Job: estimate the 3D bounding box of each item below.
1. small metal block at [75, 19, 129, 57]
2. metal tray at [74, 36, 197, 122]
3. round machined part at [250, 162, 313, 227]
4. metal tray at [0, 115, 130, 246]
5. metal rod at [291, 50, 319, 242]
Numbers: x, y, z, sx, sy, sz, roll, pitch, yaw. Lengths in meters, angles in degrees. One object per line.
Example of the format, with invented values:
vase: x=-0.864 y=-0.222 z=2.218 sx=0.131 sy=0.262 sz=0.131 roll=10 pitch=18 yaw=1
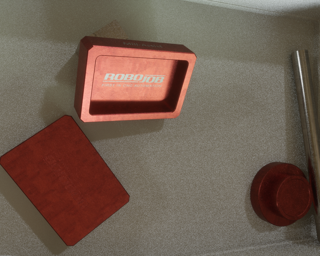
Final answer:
small metal block: x=-0.071 y=-0.099 z=0.371 sx=0.050 sy=0.050 sz=0.025 roll=-39 pitch=103 yaw=-16
metal tray: x=-0.029 y=-0.054 z=0.364 sx=0.131 sy=0.030 sz=0.089 roll=-3 pitch=125 yaw=-29
round machined part: x=0.192 y=0.103 z=0.475 sx=0.099 sy=0.042 sz=0.097 roll=0 pitch=90 yaw=-20
metal tray: x=-0.109 y=0.060 z=0.368 sx=0.090 sy=0.030 sz=0.130 roll=-37 pitch=102 yaw=-17
metal rod: x=0.241 y=0.026 z=0.487 sx=0.025 sy=0.025 sz=0.298 roll=-6 pitch=87 yaw=-20
